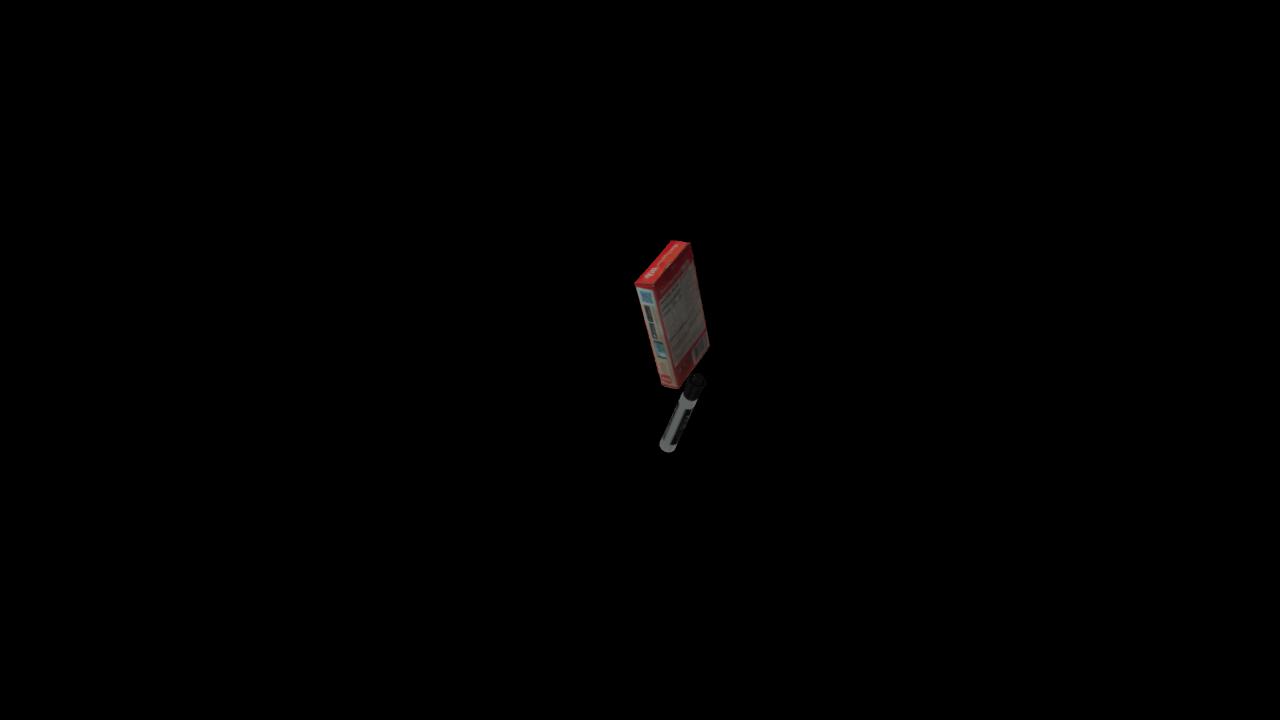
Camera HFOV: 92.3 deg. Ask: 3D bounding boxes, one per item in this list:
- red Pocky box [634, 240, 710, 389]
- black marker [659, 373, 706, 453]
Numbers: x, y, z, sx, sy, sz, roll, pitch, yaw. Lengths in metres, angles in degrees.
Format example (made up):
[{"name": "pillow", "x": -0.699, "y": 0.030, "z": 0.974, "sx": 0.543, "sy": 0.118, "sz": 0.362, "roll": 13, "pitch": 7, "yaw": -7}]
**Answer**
[{"name": "red Pocky box", "x": 0.040, "y": -0.049, "z": 0.694, "sx": 0.028, "sy": 0.155, "sz": 0.083, "roll": 16, "pitch": 50, "yaw": 32}, {"name": "black marker", "x": 0.043, "y": 0.055, "z": 0.631, "sx": 0.020, "sy": 0.020, "sz": 0.121, "roll": 0, "pitch": -40, "yaw": -17}]
